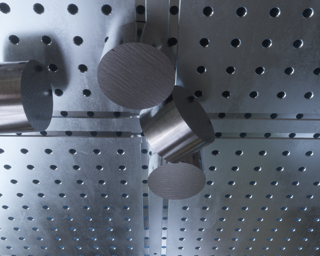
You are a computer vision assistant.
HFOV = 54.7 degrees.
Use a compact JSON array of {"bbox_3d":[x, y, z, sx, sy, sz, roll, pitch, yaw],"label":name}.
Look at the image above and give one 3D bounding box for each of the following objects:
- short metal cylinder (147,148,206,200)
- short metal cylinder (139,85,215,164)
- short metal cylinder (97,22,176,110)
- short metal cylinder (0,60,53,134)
[{"bbox_3d":[0.023,0.059,0.445,0.081,0.050,0.079,0,130,0],"label":"short metal cylinder"},{"bbox_3d":[0.021,-0.004,0.372,0.050,0.080,0.080,-35,122,25],"label":"short metal cylinder"},{"bbox_3d":[-0.024,-0.067,0.338,0.081,0.050,0.079,0,130,0],"label":"short metal cylinder"},{"bbox_3d":[-0.160,-0.034,0.345,0.050,0.080,0.080,-4,130,3],"label":"short metal cylinder"}]
